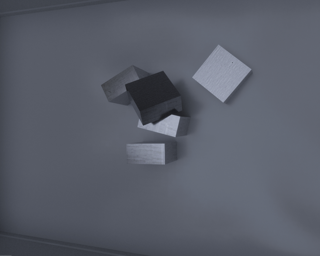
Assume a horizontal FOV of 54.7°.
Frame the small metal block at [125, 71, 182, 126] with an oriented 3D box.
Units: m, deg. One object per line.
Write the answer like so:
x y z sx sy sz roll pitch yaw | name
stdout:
-0.008 -0.037 0.369 0.050 0.025 0.050 -22 51 -11 | small metal block

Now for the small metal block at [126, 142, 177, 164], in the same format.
-0.009 0.031 0.400 0.050 0.050 0.025 -1 90 20 | small metal block

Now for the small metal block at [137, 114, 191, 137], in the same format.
0.007 -0.008 0.395 0.050 0.050 0.025 15 96 19 | small metal block

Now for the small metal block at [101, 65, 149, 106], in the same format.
-0.041 -0.055 0.411 0.050 0.050 0.025 -29 79 17 | small metal block

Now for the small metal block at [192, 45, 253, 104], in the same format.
0.077 -0.065 0.383 0.050 0.025 0.050 42 103 15 | small metal block
